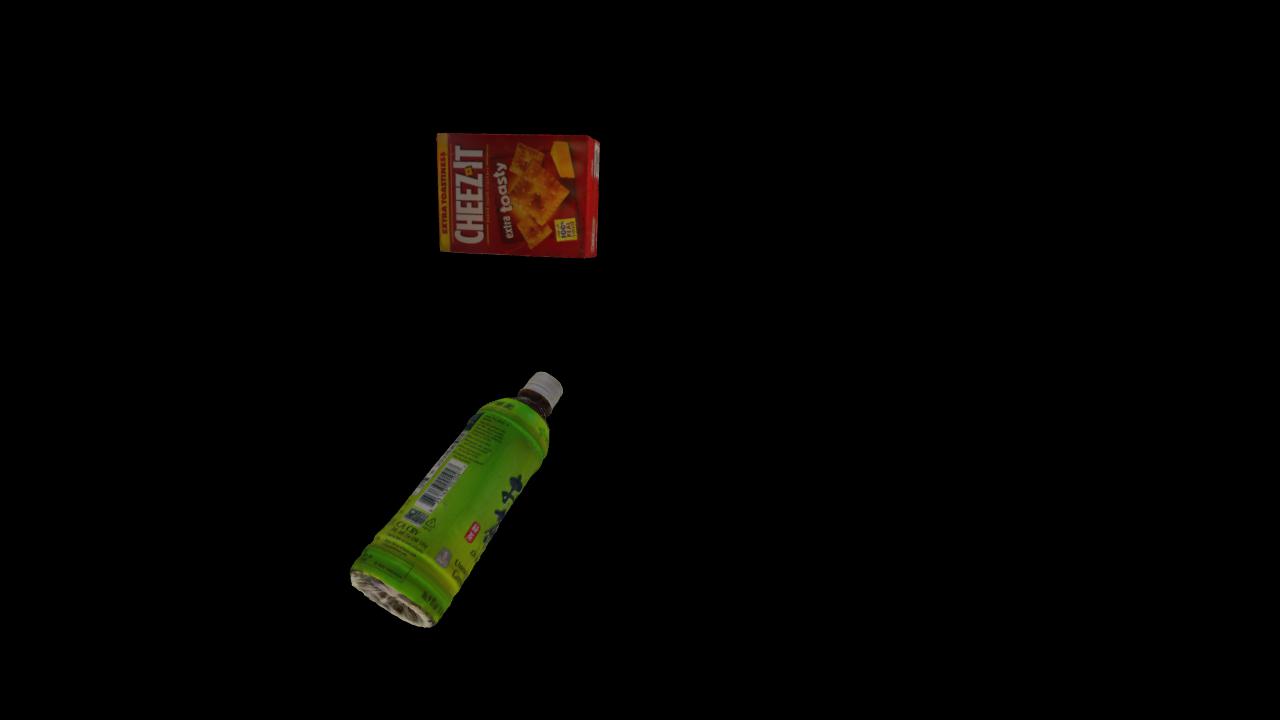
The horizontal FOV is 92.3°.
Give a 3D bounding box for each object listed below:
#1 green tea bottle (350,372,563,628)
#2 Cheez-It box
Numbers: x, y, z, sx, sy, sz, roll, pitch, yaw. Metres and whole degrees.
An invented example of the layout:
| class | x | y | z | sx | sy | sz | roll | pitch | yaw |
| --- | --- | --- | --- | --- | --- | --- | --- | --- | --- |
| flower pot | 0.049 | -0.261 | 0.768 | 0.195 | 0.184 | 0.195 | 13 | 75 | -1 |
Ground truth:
| class | x | y | z | sx | sy | sz | roll | pitch | yaw |
| --- | --- | --- | --- | --- | --- | --- | --- | --- | --- |
| green tea bottle | -0.123 | 0.090 | 0.472 | 0.073 | 0.073 | 0.212 | 0 | 44 | 35 |
| Cheez-It box | -0.172 | -0.232 | 0.874 | 0.223 | 0.166 | 0.071 | 4 | 10 | 10 |
